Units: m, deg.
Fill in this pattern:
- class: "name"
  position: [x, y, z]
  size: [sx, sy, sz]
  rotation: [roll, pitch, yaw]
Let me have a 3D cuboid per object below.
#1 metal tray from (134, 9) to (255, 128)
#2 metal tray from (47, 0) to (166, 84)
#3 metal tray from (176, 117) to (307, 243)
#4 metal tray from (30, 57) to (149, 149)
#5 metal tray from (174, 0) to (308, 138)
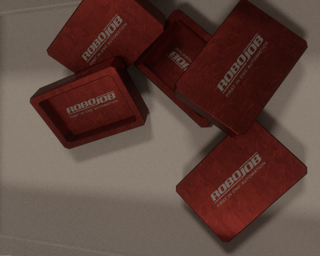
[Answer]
- class: "metal tray"
  position: [0.042, -0.074, 0.392]
  size: [0.130, 0.030, 0.090]
  rotation: [44, 103, 14]
- class: "metal tray"
  position: [-0.068, -0.115, 0.385]
  size: [0.090, 0.030, 0.130]
  rotation: [35, 126, -24]
- class: "metal tray"
  position: [0.095, 0.061, 0.374]
  size: [0.090, 0.030, 0.130]
  rotation: [46, 104, 14]
- class: "metal tray"
  position: [-0.093, -0.029, 0.414]
  size: [0.130, 0.030, 0.090]
  rotation: [-18, 121, 18]
- class: "metal tray"
  position: [0.088, -0.066, 0.346]
  size: [0.090, 0.030, 0.130]
  rotation: [37, 83, 4]
